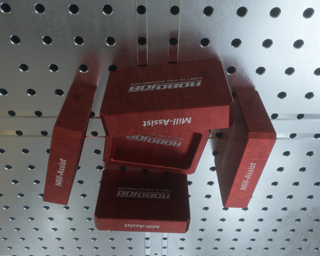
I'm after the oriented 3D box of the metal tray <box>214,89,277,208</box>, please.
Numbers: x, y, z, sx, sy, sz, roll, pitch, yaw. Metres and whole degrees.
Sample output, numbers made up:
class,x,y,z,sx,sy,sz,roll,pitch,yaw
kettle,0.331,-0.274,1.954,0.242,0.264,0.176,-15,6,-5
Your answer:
class,x,y,z,sx,sy,sz,roll,pitch,yaw
metal tray,0.101,0.028,0.393,0.030,0.090,0.129,3,130,-3

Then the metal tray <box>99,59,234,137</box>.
class,x,y,z,sx,sy,sz,roll,pitch,yaw
metal tray,0.007,-0.035,0.338,0.131,0.090,0.030,-5,130,4

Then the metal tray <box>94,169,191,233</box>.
class,x,y,z,sx,sy,sz,roll,pitch,yaw
metal tray,-0.024,0.106,0.459,0.131,0.090,0.030,3,130,-2

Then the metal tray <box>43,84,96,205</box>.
class,x,y,z,sx,sy,sz,roll,pitch,yaw
metal tray,-0.113,0.022,0.387,0.030,0.090,0.129,14,129,-11

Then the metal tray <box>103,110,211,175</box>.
class,x,y,z,sx,sy,sz,roll,pitch,yaw
metal tray,-0.007,0.016,0.421,0.131,0.030,0.089,8,130,-8
